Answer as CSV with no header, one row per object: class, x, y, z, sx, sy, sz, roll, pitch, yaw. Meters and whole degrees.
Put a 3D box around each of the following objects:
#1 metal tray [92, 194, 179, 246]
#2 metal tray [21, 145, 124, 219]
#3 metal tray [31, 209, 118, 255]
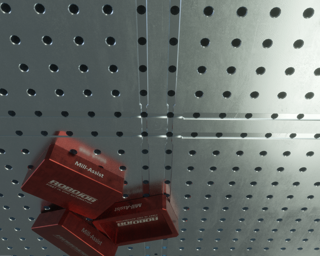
metal tray,-0.041,0.166,0.548,0.130,0.030,0.090,-13,129,10
metal tray,-0.133,0.088,0.482,0.130,0.030,0.090,32,123,-24
metal tray,-0.149,0.196,0.550,0.090,0.030,0.130,-20,124,36
